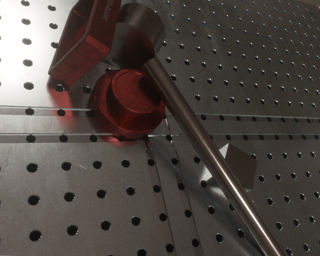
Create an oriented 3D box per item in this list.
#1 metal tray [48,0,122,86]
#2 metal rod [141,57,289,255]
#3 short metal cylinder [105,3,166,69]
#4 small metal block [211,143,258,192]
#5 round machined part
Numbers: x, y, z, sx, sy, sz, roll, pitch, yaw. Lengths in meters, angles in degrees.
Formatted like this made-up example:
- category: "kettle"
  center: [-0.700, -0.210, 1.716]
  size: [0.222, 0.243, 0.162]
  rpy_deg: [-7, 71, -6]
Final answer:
- category: "metal tray"
  center: [-0.092, -0.126, 0.391]
  size: [0.030, 0.090, 0.130]
  rpy_deg: [31, 49, -34]
- category: "metal rod"
  center: [0.069, 0.043, 0.390]
  size: [0.025, 0.025, 0.299]
  rpy_deg: [-34, 90, -38]
- category: "short metal cylinder"
  center: [-0.038, -0.123, 0.429]
  size: [0.080, 0.080, 0.050]
  rpy_deg: [29, 52, -10]
- category: "small metal block"
  center: [0.104, 0.057, 0.432]
  size: [0.050, 0.025, 0.050]
  rpy_deg: [32, 51, -8]
- category: "round machined part"
  center: [-0.037, -0.038, 0.402]
  size: [0.099, 0.042, 0.098]
  rpy_deg: [14, 55, -21]
